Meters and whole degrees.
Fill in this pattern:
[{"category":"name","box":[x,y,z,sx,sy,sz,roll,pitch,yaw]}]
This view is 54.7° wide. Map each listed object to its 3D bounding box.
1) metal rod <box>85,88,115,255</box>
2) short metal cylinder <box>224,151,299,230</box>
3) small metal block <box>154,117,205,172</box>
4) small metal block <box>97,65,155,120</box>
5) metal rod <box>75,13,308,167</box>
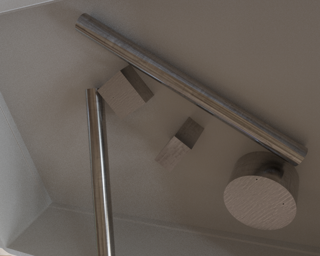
[{"category":"metal rod","box":[-0.079,0.096,0.424,0.025,0.025,0.298,-4,90,30]},{"category":"short metal cylinder","box":[0.123,0.075,0.374,0.080,0.050,0.079,13,124,20]},{"category":"small metal block","box":[0.025,0.020,0.391,0.025,0.050,0.050,39,129,2]},{"category":"small metal block","box":[-0.045,-0.046,0.402,0.050,0.025,0.050,-31,101,37]},{"category":"metal rod","box":[0.031,-0.048,0.361,0.301,0.025,0.025,33,128,6]}]
